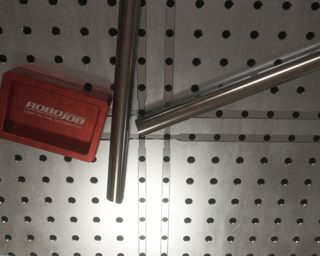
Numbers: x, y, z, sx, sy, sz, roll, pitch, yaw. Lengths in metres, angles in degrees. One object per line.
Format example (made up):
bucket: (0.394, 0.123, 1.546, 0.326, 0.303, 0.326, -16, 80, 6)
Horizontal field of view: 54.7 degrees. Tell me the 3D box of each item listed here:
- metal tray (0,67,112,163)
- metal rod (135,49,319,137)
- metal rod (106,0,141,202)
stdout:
metal tray: (-0.138, -0.016, 0.402, 0.131, 0.030, 0.089, 17, 109, -7)
metal rod: (0.112, -0.053, 0.395, 0.301, 0.025, 0.025, -21, 109, 7)
metal rod: (-0.048, -0.038, 0.398, 0.025, 0.025, 0.298, 6, 110, -3)
